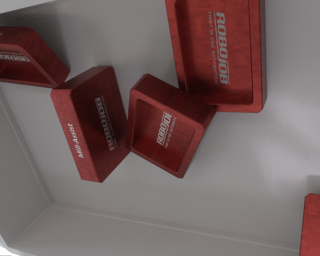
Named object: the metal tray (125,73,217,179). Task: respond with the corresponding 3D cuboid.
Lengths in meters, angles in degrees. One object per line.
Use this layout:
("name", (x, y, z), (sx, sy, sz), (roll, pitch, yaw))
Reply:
("metal tray", (0.006, 0.004, 0.378), (0.090, 0.030, 0.129), (28, 147, 10))

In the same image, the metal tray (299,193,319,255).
("metal tray", (0.199, 0.142, 0.328), (0.090, 0.130, 0.030), (4, 160, 30))

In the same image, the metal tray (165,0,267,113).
("metal tray", (0.061, -0.081, 0.322), (0.090, 0.030, 0.129), (3, 120, 26))

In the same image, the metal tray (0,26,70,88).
("metal tray", (-0.202, -0.096, 0.424), (0.130, 0.030, 0.090), (9, 155, 23))

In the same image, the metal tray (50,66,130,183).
("metal tray", (-0.082, -0.006, 0.406), (0.030, 0.090, 0.129), (3, 120, 27))
